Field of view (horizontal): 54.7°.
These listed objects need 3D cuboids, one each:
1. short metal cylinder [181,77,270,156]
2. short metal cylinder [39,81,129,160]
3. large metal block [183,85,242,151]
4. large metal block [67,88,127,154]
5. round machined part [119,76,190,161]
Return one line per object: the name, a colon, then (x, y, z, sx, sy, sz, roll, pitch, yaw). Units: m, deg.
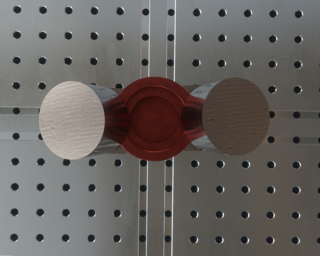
short metal cylinder: (0.070, -0.012, 0.338, 0.081, 0.050, 0.080, 0, 90, -20)
short metal cylinder: (-0.082, -0.008, 0.337, 0.080, 0.050, 0.079, 0, 91, 21)
large metal block: (0.069, -0.013, 0.401, 0.081, 0.050, 0.080, -1, 90, 0)
large metal block: (-0.081, -0.009, 0.400, 0.081, 0.050, 0.080, 1, 90, 0)
round machined part: (-0.006, -0.011, 0.375, 0.099, 0.042, 0.097, 0, 90, 0)
